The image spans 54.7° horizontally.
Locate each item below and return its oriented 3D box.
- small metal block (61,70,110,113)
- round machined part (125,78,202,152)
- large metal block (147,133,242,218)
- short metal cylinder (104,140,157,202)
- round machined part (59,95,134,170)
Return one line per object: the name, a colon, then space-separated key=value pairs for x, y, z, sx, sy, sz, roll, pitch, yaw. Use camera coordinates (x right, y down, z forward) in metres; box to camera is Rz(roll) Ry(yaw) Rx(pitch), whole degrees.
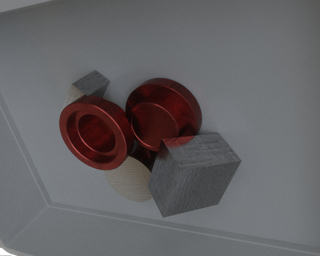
small metal block: x=-0.099 y=-0.043 z=0.414 sx=0.025 sy=0.050 sz=0.050 roll=38 pitch=129 yaw=2
round machined part: x=-0.001 y=-0.009 z=0.387 sx=0.098 sy=0.042 sz=0.097 roll=13 pitch=124 yaw=20
large metal block: x=0.039 y=0.056 z=0.375 sx=0.050 sy=0.081 sz=0.079 roll=57 pitch=142 yaw=42
short metal cylinder: x=-0.031 y=0.058 z=0.441 sx=0.080 sy=0.050 sz=0.079 roll=13 pitch=124 yaw=20
round machined part: x=-0.076 y=0.003 z=0.398 sx=0.098 sy=0.042 sz=0.097 roll=13 pitch=124 yaw=20
